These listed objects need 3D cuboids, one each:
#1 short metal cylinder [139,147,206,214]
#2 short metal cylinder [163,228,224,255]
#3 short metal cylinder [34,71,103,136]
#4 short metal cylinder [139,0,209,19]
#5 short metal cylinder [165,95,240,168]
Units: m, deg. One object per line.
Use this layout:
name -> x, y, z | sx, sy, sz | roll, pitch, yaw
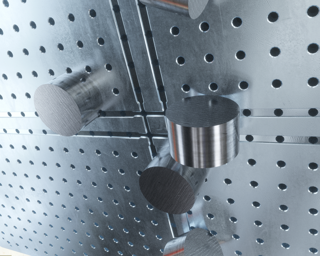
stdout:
short metal cylinder -> 0.018, 0.072, 0.430 | 0.080, 0.050, 0.079 | 13, 124, 21
short metal cylinder -> 0.052, 0.200, 0.472 | 0.080, 0.080, 0.050 | 46, 129, -4
short metal cylinder -> -0.130, -0.035, 0.442 | 0.080, 0.050, 0.079 | 13, 124, 21
short metal cylinder -> 0.019, -0.145, 0.276 | 0.050, 0.080, 0.079 | 22, 127, 15
short metal cylinder -> 0.049, 0.002, 0.351 | 0.080, 0.080, 0.050 | 7, 122, 24
